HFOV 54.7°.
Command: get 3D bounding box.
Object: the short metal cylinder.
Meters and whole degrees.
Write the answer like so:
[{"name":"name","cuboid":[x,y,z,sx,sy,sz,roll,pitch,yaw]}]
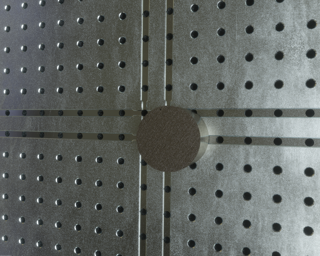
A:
[{"name":"short metal cylinder","cuboid":[0.017,0.013,0.393,0.080,0.050,0.079,0,90,19]}]
